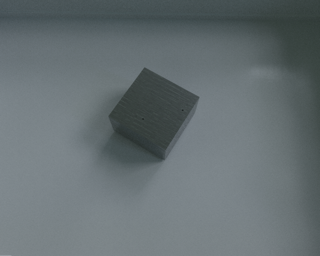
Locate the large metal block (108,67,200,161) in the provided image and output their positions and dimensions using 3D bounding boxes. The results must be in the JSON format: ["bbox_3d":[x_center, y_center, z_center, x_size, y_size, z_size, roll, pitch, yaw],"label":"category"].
[{"bbox_3d":[-0.007,-0.017,0.399,0.080,0.050,0.080,30,72,10],"label":"large metal block"}]
